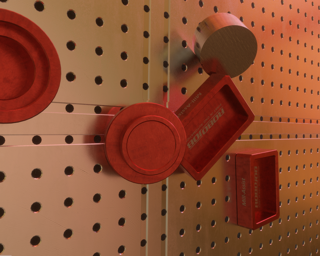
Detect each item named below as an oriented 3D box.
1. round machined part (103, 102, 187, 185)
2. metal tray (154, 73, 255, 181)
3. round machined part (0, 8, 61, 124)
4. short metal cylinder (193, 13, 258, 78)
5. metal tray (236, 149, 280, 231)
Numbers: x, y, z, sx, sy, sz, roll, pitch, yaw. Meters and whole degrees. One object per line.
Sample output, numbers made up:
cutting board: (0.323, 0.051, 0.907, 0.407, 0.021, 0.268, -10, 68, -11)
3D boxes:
round machined part: (-0.015, 0.019, 0.364, 0.099, 0.042, 0.097, -1, 93, -16)
metal tray: (0.065, -0.001, 0.436, 0.130, 0.030, 0.090, -46, 120, -9)
round machined part: (-0.145, -0.052, 0.278, 0.099, 0.042, 0.097, 0, 90, -40)
short metal cylinder: (0.091, -0.117, 0.444, 0.080, 0.080, 0.050, 41, 22, -33)
metal tray: (0.178, 0.107, 0.558, 0.091, 0.030, 0.129, -4, 93, -40)
